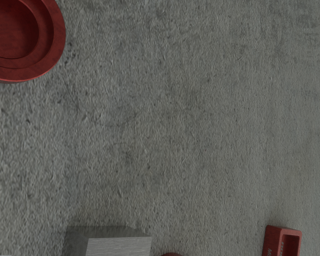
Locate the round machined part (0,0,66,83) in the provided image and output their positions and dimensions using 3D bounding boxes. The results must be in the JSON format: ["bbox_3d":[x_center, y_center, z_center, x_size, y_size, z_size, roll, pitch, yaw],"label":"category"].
[{"bbox_3d":[-0.140,-0.088,0.277,0.099,0.042,0.097,0,90,-40],"label":"round machined part"}]

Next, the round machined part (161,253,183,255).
[{"bbox_3d":[0.021,0.223,0.414,0.099,0.042,0.097,0,90,-40],"label":"round machined part"}]

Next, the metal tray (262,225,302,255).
[{"bbox_3d":[0.234,0.260,0.601,0.091,0.030,0.129,20,77,-39],"label":"metal tray"}]

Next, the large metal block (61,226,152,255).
[{"bbox_3d":[-0.061,0.154,0.339,0.081,0.050,0.080,15,80,-39],"label":"large metal block"}]
